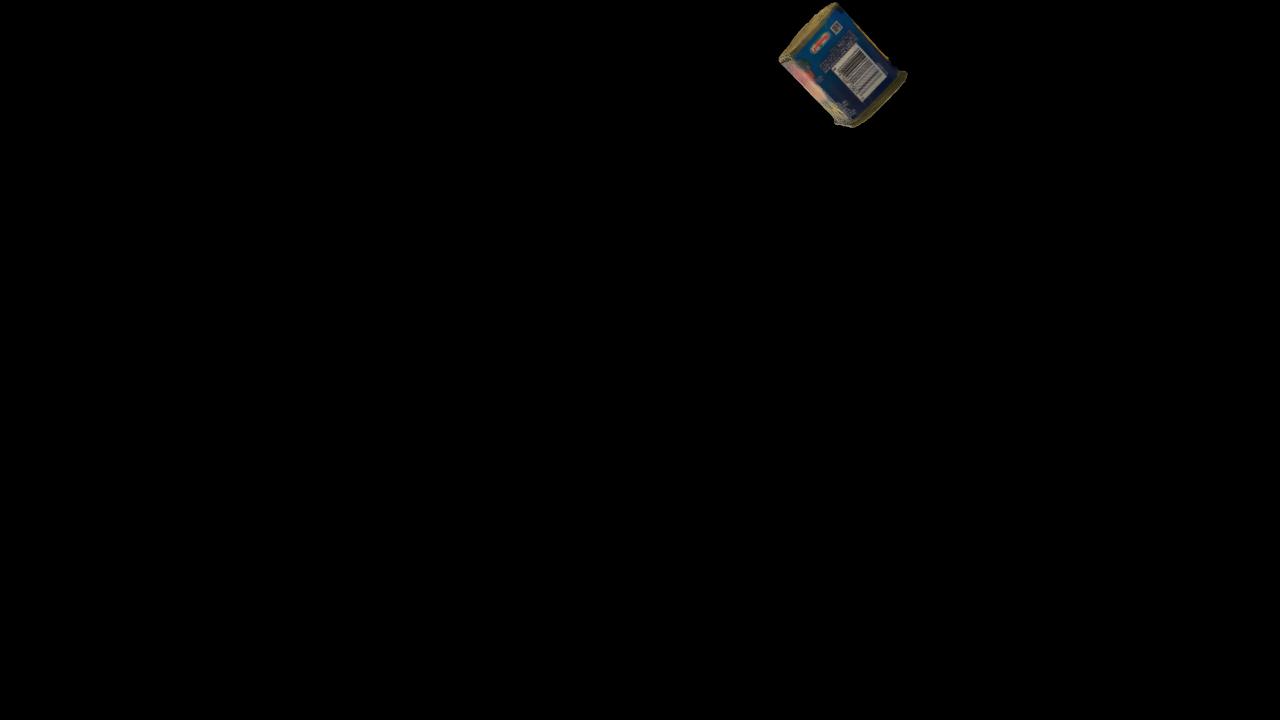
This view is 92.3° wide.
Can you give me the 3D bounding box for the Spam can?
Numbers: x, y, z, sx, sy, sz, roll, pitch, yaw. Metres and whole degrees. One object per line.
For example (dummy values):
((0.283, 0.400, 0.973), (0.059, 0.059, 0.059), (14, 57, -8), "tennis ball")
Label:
((0.172, -0.256, 0.537), (0.085, 0.058, 0.101), (40, 20, -12), "Spam can")
